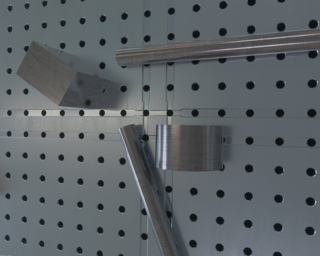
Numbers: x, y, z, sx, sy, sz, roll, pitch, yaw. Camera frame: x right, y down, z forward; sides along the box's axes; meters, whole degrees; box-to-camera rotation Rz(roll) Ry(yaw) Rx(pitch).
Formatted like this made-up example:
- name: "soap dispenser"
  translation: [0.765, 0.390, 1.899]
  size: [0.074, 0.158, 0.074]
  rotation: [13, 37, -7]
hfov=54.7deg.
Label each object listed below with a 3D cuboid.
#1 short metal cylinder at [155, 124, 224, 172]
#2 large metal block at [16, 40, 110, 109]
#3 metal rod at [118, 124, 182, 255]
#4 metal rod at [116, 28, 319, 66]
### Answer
- name: "short metal cylinder"
  translation: [0.035, 0.021, 0.371]
  size: [0.080, 0.080, 0.050]
  rotation: [1, 91, 20]
- name: "large metal block"
  translation: [-0.132, -0.070, 0.430]
  size: [0.080, 0.080, 0.050]
  rotation: [35, 101, 16]
- name: "metal rod"
  translation: [0.004, 0.138, 0.410]
  size: [0.025, 0.025, 0.299]
  rotation: [-22, 83, 18]
- name: "metal rod"
  translation: [0.086, -0.099, 0.382]
  size: [0.301, 0.025, 0.025]
  rotation: [0, 90, 19]
